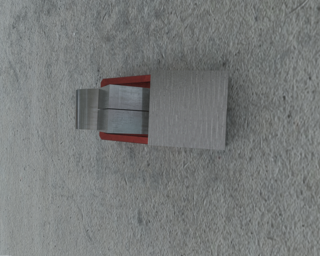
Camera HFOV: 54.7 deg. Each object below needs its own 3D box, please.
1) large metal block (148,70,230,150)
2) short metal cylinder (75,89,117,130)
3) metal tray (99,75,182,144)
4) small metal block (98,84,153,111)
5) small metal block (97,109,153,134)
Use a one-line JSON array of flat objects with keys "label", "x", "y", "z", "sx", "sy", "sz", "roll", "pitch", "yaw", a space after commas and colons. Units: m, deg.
[{"label": "large metal block", "x": 0.034, "y": -0.020, "z": 0.343, "sx": 0.080, "sy": 0.050, "sz": 0.079, "roll": 3, "pitch": 92, "yaw": 14}, {"label": "short metal cylinder", "x": -0.071, "y": -0.023, "z": 0.413, "sx": 0.080, "sy": 0.081, "sz": 0.050, "roll": 2, "pitch": 91, "yaw": 40}, {"label": "metal tray", "x": -0.029, "y": -0.025, "z": 0.427, "sx": 0.130, "sy": 0.030, "sz": 0.089, "roll": 3, "pitch": 92, "yaw": 40}, {"label": "small metal block", "x": -0.040, "y": -0.033, "z": 0.355, "sx": 0.050, "sy": 0.050, "sz": 0.025, "roll": -176, "pitch": 88, "yaw": -66}, {"label": "small metal block", "x": -0.041, "y": -0.007, "z": 0.355, "sx": 0.050, "sy": 0.050, "sz": 0.025, "roll": -176, "pitch": 88, "yaw": -66}]
